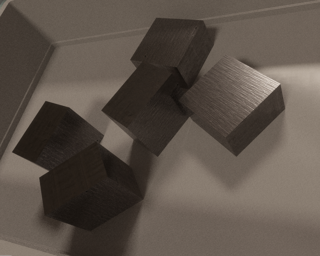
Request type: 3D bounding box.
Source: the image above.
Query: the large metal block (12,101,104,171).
[{"bbox_3d":[-0.136,0.021,0.427,0.050,0.080,0.080,15,70,34],"label":"large metal block"}]

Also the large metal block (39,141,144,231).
[{"bbox_3d":[-0.079,0.072,0.366,0.080,0.080,0.050,-32,52,7],"label":"large metal block"}]

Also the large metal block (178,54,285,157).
[{"bbox_3d":[0.083,-0.028,0.362,0.080,0.050,0.080,-44,51,-3],"label":"large metal block"}]

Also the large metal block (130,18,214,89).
[{"bbox_3d":[0.018,-0.109,0.446,0.080,0.050,0.080,17,70,34],"label":"large metal block"}]

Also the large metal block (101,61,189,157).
[{"bbox_3d":[-0.012,-0.023,0.389,0.050,0.080,0.080,32,79,37],"label":"large metal block"}]
